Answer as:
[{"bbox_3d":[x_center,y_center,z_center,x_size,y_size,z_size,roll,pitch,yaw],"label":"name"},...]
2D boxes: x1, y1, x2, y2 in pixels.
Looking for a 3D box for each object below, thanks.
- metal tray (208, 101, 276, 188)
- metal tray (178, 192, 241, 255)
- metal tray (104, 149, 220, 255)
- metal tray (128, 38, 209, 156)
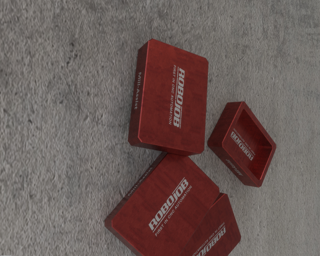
[{"bbox_3d":[0.142,0.029,0.519,0.130,0.030,0.090,45,63,-31],"label":"metal tray"},{"bbox_3d":[0.061,0.164,0.453,0.131,0.030,0.090,-32,110,-35],"label":"metal tray"},{"bbox_3d":[0.007,0.098,0.388,0.090,0.030,0.130,46,61,-7],"label":"metal tray"},{"bbox_3d":[0.013,-0.036,0.388,0.091,0.030,0.129,13,73,-27],"label":"metal tray"}]
